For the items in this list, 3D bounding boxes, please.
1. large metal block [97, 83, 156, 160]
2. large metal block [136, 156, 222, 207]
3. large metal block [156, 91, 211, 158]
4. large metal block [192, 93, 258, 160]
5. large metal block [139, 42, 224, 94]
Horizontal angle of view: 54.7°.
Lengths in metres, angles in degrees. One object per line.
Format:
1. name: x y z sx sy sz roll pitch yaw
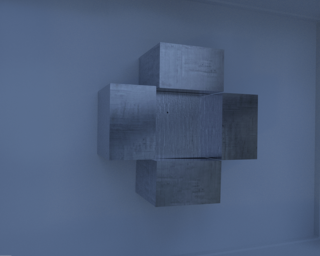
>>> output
1. large metal block: -0.042 -0.006 0.365 0.050 0.080 0.080 1 90 -20
2. large metal block: 0.020 0.062 0.387 0.081 0.080 0.050 2 90 -20
3. large metal block: 0.017 -0.004 0.401 0.081 0.050 0.080 1 90 -20
4. large metal block: 0.083 -0.002 0.411 0.050 0.080 0.080 1 90 -20
5. large metal block: 0.024 -0.068 0.388 0.081 0.080 0.050 1 90 -20
